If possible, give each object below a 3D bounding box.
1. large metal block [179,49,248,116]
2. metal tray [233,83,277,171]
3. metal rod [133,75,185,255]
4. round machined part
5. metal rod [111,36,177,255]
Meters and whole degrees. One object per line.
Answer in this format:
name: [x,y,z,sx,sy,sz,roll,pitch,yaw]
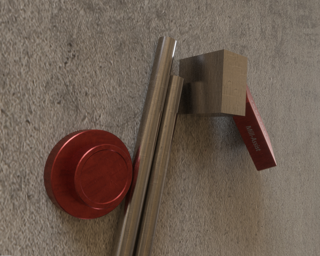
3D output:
large metal block: [0.071,-0.057,0.431,0.050,0.080,0.080,5,87,-40]
metal tray: [0.146,-0.007,0.498,0.130,0.030,0.090,60,23,-23]
metal rod: [-0.007,0.077,0.400,0.025,0.025,0.299,19,78,-39]
round machined part: [-0.070,0.050,0.337,0.099,0.042,0.097,0,90,-40]
metal rod: [-0.020,0.027,0.390,0.025,0.025,0.299,20,78,-39]
